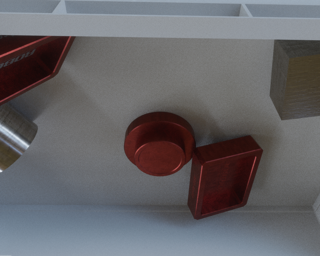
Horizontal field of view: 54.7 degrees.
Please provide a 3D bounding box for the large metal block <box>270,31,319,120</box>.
[{"bbox_3d":[0.173,-0.059,0.345,0.080,0.050,0.080,-7,130,5],"label":"large metal block"}]

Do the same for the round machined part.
[{"bbox_3d":[0.000,0.029,0.423,0.099,0.042,0.097,0,130,0],"label":"round machined part"}]

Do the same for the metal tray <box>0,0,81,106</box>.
[{"bbox_3d":[-0.139,-0.056,0.277,0.030,0.131,0.090,48,138,-2],"label":"metal tray"}]

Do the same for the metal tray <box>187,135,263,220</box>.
[{"bbox_3d":[0.091,0.076,0.454,0.091,0.030,0.129,-12,132,-14],"label":"metal tray"}]

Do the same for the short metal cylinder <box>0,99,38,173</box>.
[{"bbox_3d":[-0.199,0.010,0.378,0.080,0.080,0.050,-27,125,20],"label":"short metal cylinder"}]
